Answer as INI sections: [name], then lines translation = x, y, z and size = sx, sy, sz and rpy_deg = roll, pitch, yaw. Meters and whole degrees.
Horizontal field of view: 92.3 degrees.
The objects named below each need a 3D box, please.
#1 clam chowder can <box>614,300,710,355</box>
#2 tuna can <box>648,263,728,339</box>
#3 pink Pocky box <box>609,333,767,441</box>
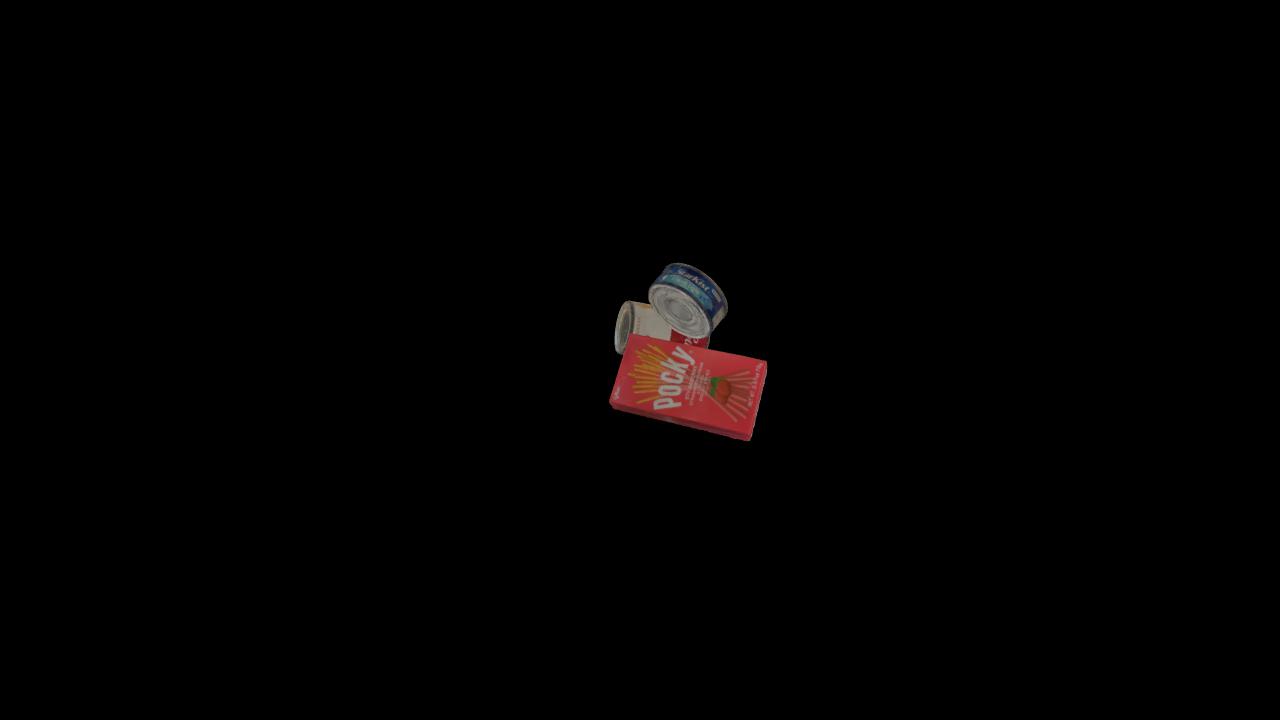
[clam chowder can]
translation = 0.026, -0.032, 0.753
size = 0.102, 0.068, 0.068
rpy_deg = 9, -3, -17
[tuna can]
translation = 0.050, -0.062, 0.660
size = 0.084, 0.034, 0.084
rpy_deg = 32, -24, 17
[pink Pocky box]
translation = 0.051, 0.027, 0.657
size = 0.155, 0.084, 0.029
rpy_deg = 12, -18, 14
